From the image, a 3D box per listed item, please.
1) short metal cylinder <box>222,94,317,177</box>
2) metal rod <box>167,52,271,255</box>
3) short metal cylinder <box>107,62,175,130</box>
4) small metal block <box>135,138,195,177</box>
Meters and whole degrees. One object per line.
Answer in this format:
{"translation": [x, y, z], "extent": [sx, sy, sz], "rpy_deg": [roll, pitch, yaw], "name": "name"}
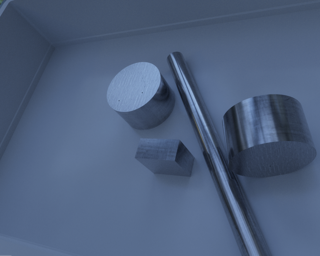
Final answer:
{"translation": [0.106, 0.011, 0.308], "extent": [0.080, 0.080, 0.050], "rpy_deg": [-14, 56, 20], "name": "short metal cylinder"}
{"translation": [0.057, 0.013, 0.366], "extent": [0.025, 0.025, 0.299], "rpy_deg": [-26, 53, 12], "name": "metal rod"}
{"translation": [-0.026, -0.044, 0.429], "extent": [0.080, 0.050, 0.080], "rpy_deg": [-13, 56, 20], "name": "short metal cylinder"}
{"translation": [0.007, 0.035, 0.364], "extent": [0.050, 0.050, 0.025], "rpy_deg": [1, 62, 28], "name": "small metal block"}
